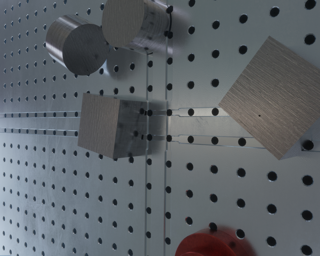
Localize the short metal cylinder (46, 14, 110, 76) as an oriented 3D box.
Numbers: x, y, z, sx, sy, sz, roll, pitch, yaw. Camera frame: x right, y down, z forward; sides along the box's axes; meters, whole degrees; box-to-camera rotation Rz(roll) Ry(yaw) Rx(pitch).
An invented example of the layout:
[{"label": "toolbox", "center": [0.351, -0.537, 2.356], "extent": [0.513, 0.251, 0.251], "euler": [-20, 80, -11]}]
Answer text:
[{"label": "short metal cylinder", "center": [-0.126, -0.128, 0.478], "extent": [0.050, 0.081, 0.079], "euler": [35, 112, 34]}]

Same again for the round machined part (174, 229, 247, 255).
[{"label": "round machined part", "center": [0.054, 0.170, 0.354], "extent": [0.098, 0.042, 0.097], "euler": [0, 90, 40]}]

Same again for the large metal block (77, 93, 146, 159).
[{"label": "large metal block", "center": [-0.072, -0.005, 0.452], "extent": [0.080, 0.050, 0.079], "euler": [14, 99, 39]}]

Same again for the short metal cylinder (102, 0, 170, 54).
[{"label": "short metal cylinder", "center": [-0.033, -0.145, 0.421], "extent": [0.080, 0.050, 0.080], "euler": [0, 90, 40]}]

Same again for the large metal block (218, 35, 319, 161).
[{"label": "large metal block", "center": [0.118, -0.027, 0.296], "extent": [0.080, 0.050, 0.080], "euler": [48, 119, 29]}]
